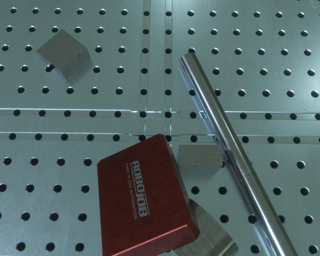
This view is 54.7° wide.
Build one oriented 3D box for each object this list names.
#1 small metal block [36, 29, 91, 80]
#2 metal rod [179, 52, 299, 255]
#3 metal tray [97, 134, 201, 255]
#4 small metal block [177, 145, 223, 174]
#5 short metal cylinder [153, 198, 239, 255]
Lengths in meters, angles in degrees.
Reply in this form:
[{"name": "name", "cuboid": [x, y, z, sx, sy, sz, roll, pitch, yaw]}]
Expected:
[{"name": "small metal block", "cuboid": [-0.139, -0.107, 0.449, 0.050, 0.025, 0.050, 39, 74, 12]}, {"name": "metal rod", "cuboid": [0.096, 0.029, 0.402, 0.025, 0.025, 0.299, -21, 72, -8]}, {"name": "metal tray", "cuboid": [-0.019, 0.073, 0.338, 0.090, 0.030, 0.130, -25, 40, 6]}, {"name": "small metal block", "cuboid": [0.048, 0.040, 0.384, 0.050, 0.050, 0.025, 0, 70, 0]}, {"name": "short metal cylinder", "cuboid": [0.038, 0.122, 0.338, 0.050, 0.080, 0.080, -42, 76, -14]}]
